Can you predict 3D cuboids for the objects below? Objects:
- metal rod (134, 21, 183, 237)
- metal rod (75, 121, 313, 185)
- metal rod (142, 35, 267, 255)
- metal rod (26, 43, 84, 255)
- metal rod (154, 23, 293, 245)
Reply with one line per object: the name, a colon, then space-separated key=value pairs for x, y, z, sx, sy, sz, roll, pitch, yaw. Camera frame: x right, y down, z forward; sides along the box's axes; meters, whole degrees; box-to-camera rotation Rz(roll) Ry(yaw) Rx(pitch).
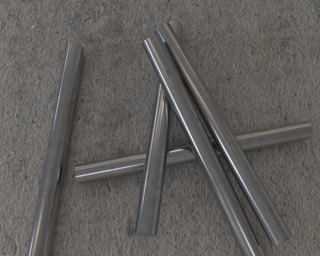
metal rod: x=0.004 y=-0.019 z=0.395 sx=0.025 sy=0.025 sz=0.299 roll=7 pitch=63 yaw=2
metal rod: x=0.046 y=0.030 z=0.397 sx=0.302 sy=0.025 sz=0.025 roll=-11 pitch=71 yaw=-4
metal rod: x=0.051 y=0.024 z=0.372 sx=0.025 sy=0.025 sz=0.299 roll=-24 pitch=82 yaw=-8
metal rod: x=-0.131 y=0.024 z=0.398 sx=0.025 sy=0.025 sz=0.299 roll=3 pitch=70 yaw=1
metal rod: x=0.069 y=-0.005 z=0.381 sx=0.025 sy=0.025 sz=0.299 roll=-25 pitch=75 yaw=-9
